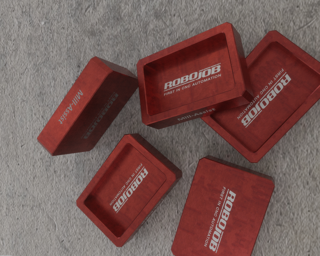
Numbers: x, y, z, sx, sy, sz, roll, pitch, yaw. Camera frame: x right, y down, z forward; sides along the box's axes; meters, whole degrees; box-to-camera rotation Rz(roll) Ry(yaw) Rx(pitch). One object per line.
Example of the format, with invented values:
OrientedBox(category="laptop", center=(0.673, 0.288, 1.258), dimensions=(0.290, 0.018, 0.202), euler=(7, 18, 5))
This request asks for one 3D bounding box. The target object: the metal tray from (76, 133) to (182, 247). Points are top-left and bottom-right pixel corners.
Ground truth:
OrientedBox(category="metal tray", center=(-0.044, 0.083, 0.421), dimensions=(0.090, 0.030, 0.130), euler=(40, 102, 15))

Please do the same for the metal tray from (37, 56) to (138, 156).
OrientedBox(category="metal tray", center=(-0.089, -0.025, 0.405), dimensions=(0.030, 0.090, 0.130), euler=(41, 103, 15))

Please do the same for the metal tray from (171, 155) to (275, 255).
OrientedBox(category="metal tray", center=(0.076, 0.108, 0.379), dimensions=(0.090, 0.030, 0.129), euler=(19, 96, 19))

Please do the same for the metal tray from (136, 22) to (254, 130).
OrientedBox(category="metal tray", center=(0.036, -0.058, 0.370), dimensions=(0.130, 0.030, 0.090), euler=(-16, 70, 29))

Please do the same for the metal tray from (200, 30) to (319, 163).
OrientedBox(category="metal tray", center=(0.121, -0.035, 0.363), dimensions=(0.090, 0.030, 0.130), euler=(44, 103, 14))
